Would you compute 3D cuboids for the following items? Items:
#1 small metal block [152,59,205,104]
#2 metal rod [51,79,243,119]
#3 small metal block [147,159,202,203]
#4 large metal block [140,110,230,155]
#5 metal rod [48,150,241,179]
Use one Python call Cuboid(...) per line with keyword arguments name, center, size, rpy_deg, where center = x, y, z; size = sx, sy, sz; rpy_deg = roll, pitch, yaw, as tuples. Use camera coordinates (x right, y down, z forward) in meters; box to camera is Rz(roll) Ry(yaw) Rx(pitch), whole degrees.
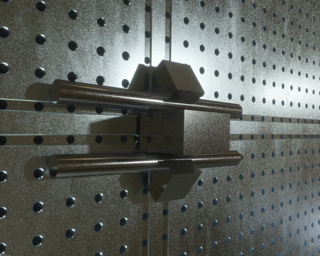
Cuboid(name="small metal block", center=(0.025, -0.060, 0.410), size=(0.050, 0.025, 0.050), rpy_deg=(1, 55, -40))
Cuboid(name="metal rod", center=(0.010, -0.032, 0.412), size=(0.302, 0.025, 0.025), rpy_deg=(3, 89, -40))
Cuboid(name="small metal block", center=(0.019, 0.069, 0.405), size=(0.050, 0.025, 0.050), rpy_deg=(4, 125, -40))
Cuboid(name="large metal block", center=(0.031, 0.006, 0.394), size=(0.081, 0.080, 0.050), rpy_deg=(2, 89, -40))
Cuboid(name="metal rod", center=(0.007, 0.044, 0.411), size=(0.302, 0.025, 0.025), rpy_deg=(3, 89, -40))
